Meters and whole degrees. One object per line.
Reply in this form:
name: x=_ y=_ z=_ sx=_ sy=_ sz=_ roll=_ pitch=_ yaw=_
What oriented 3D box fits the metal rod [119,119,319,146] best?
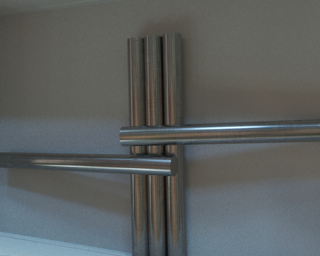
metal rod: x=0.100 y=0.005 z=0.355 sx=0.301 sy=0.025 sz=0.025 roll=-2 pitch=89 yaw=13

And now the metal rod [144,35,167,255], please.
metal rod: x=-0.005 y=0.029 z=0.410 sx=0.025 sy=0.025 sz=0.298 roll=-2 pitch=89 yaw=19

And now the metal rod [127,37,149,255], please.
metal rod: x=-0.028 y=0.030 z=0.418 sx=0.025 sy=0.025 sz=0.298 roll=-2 pitch=89 yaw=19

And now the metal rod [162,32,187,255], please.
metal rod: x=0.019 y=0.028 z=0.402 sx=0.025 sy=0.025 sz=0.298 roll=-2 pitch=89 yaw=19

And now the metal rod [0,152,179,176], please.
metal rod: x=-0.119 y=0.048 z=0.432 sx=0.301 sy=0.025 sz=0.025 roll=-1 pitch=90 yaw=25
